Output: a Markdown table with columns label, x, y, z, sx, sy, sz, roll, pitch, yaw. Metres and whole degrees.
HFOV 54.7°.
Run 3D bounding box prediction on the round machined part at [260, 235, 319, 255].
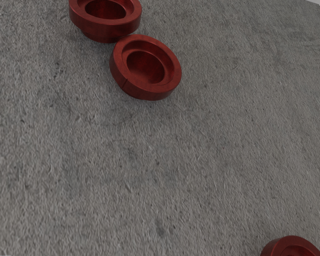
| label | x | y | z | sx | sy | sz | roll | pitch | yaw |
| --- | --- | --- | --- | --- | --- | --- | --- | --- | --- |
| round machined part | 0.155 | 0.181 | 0.365 | 0.099 | 0.042 | 0.098 | 14 | 56 | -21 |

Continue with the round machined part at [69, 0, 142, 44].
| label | x | y | z | sx | sy | sz | roll | pitch | yaw |
| --- | --- | --- | --- | --- | --- | --- | --- | --- | --- |
| round machined part | -0.077 | -0.157 | 0.437 | 0.099 | 0.042 | 0.098 | 7 | 50 | -9 |

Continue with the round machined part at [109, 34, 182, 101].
| label | x | y | z | sx | sy | sz | roll | pitch | yaw |
| --- | --- | --- | --- | --- | --- | --- | --- | --- | --- |
| round machined part | -0.023 | -0.078 | 0.428 | 0.099 | 0.042 | 0.098 | 14 | 56 | -21 |
